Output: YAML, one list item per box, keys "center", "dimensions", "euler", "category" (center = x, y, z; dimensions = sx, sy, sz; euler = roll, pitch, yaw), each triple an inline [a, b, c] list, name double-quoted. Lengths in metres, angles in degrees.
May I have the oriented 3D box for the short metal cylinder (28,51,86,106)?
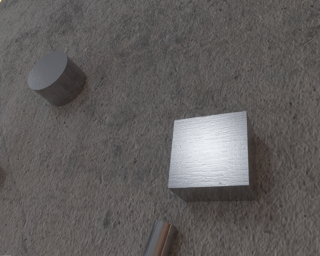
- center: [-0.175, -0.084, 0.529]
  dimensions: [0.080, 0.050, 0.080]
  euler: [-13, 56, 20]
  category: "short metal cylinder"

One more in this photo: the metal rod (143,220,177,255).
- center: [-0.043, 0.234, 0.281]
  dimensions: [0.025, 0.025, 0.300]
  euler: [7, 65, 31]
  category: "metal rod"

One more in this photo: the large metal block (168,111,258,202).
- center: [0.059, 0.033, 0.336]
  dimensions: [0.080, 0.050, 0.080]
  euler: [-7, 59, 24]
  category: "large metal block"
